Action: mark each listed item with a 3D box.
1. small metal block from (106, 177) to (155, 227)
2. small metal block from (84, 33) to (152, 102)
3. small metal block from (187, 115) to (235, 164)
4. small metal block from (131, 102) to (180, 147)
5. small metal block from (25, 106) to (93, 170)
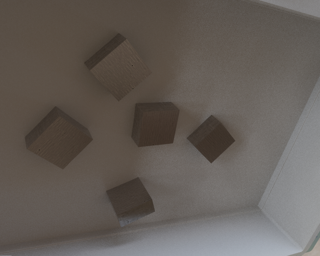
[{"bbox_3d":[-0.042,0.102,0.433,0.050,0.050,0.025,-21,127,-16],"label":"small metal block"},{"bbox_3d":[-0.045,-0.067,0.342,0.050,0.025,0.050,-41,130,0],"label":"small metal block"},{"bbox_3d":[0.076,0.017,0.461,0.050,0.025,0.050,-44,129,2],"label":"small metal block"},{"bbox_3d":[-0.006,-0.005,0.402,0.050,0.025,0.050,-5,121,-26],"label":"small metal block"},{"bbox_3d":[-0.115,0.012,0.353,0.050,0.025,0.050,-45,129,3],"label":"small metal block"}]
